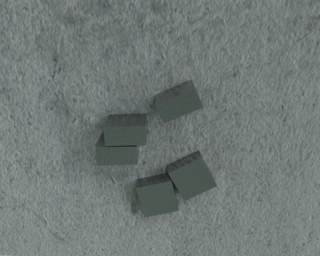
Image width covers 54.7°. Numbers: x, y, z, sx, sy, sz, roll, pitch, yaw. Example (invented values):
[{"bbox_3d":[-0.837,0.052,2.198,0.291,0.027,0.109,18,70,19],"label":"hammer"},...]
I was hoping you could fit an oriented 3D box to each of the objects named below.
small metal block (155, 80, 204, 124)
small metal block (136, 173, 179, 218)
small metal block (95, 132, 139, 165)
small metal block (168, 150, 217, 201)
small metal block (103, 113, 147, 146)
[{"bbox_3d":[0.023,-0.034,0.384,0.050,0.050,0.025,-22,109,7],"label":"small metal block"},{"bbox_3d":[-0.003,0.096,0.445,0.050,0.025,0.050,-12,110,4],"label":"small metal block"},{"bbox_3d":[-0.054,0.026,0.405,0.050,0.050,0.025,-1,110,0],"label":"small metal block"},{"bbox_3d":[0.045,0.067,0.435,0.050,0.025,0.050,-27,108,9],"label":"small metal block"},{"bbox_3d":[-0.042,0.001,0.396,0.050,0.050,0.025,-2,110,0],"label":"small metal block"}]
